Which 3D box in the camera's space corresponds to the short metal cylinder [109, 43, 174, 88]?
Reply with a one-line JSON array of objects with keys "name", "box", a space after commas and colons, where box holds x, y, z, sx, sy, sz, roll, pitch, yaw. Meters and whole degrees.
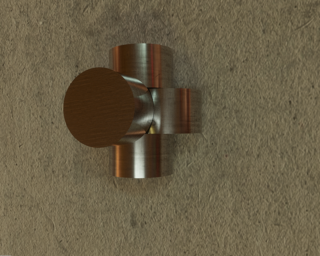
[{"name": "short metal cylinder", "box": [-0.023, -0.070, 0.388, 0.080, 0.080, 0.050, -2, 90, 19]}]

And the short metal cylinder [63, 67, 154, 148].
[{"name": "short metal cylinder", "box": [-0.053, -0.020, 0.329, 0.080, 0.050, 0.079, 0, 90, 19]}]

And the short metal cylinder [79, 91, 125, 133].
[{"name": "short metal cylinder", "box": [-0.066, -0.018, 0.403, 0.080, 0.080, 0.050, -1, 90, 19]}]

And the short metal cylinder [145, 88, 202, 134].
[{"name": "short metal cylinder", "box": [0.011, -0.019, 0.376, 0.080, 0.080, 0.050, 0, 90, 19]}]

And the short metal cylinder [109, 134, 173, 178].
[{"name": "short metal cylinder", "box": [-0.023, 0.031, 0.388, 0.080, 0.080, 0.050, 0, 90, 19]}]
